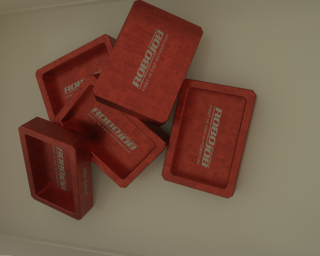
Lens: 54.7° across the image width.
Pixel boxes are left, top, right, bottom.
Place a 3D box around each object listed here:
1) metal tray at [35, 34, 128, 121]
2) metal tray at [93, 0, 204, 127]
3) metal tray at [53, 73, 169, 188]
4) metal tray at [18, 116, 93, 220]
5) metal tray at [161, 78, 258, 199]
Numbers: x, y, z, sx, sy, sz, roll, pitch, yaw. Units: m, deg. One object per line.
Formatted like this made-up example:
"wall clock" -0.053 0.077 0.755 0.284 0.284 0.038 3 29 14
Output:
"metal tray" -0.107 -0.064 0.442 0.130 0.030 0.090 -22 83 18
"metal tray" -0.013 -0.077 0.373 0.090 0.030 0.130 23 78 -5
"metal tray" -0.063 0.004 0.404 0.130 0.030 0.090 43 110 -1
"metal tray" -0.139 0.057 0.422 0.090 0.030 0.129 18 125 19
"metal tray" 0.061 0.011 0.384 0.090 0.030 0.129 13 94 19
